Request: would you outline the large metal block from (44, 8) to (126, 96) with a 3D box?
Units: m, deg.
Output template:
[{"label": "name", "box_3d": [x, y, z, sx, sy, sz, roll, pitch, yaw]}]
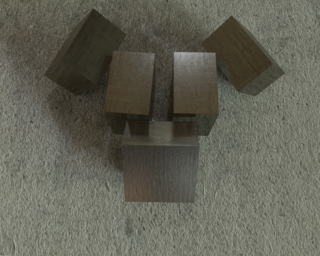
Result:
[{"label": "large metal block", "box_3d": [-0.099, -0.095, 0.404, 0.050, 0.080, 0.080, 34, 69, -27]}]

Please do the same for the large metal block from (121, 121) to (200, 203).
[{"label": "large metal block", "box_3d": [0.001, 0.039, 0.359, 0.081, 0.079, 0.050, 1, 31, 0]}]

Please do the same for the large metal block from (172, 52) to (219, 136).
[{"label": "large metal block", "box_3d": [0.041, -0.040, 0.395, 0.050, 0.080, 0.080, 1, 70, 0]}]

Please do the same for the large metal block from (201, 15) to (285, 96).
[{"label": "large metal block", "box_3d": [0.111, -0.091, 0.408, 0.050, 0.080, 0.080, -41, 71, 25]}]

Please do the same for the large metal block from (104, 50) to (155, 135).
[{"label": "large metal block", "box_3d": [-0.034, -0.040, 0.395, 0.050, 0.080, 0.080, 5, 70, 1]}]
